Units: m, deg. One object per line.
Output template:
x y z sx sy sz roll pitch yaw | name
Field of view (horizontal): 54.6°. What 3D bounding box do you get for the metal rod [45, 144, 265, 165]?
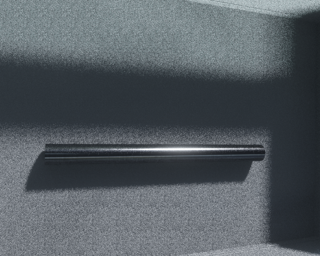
0.008 0.034 0.413 0.302 0.025 0.025 1 90 -20 | metal rod
